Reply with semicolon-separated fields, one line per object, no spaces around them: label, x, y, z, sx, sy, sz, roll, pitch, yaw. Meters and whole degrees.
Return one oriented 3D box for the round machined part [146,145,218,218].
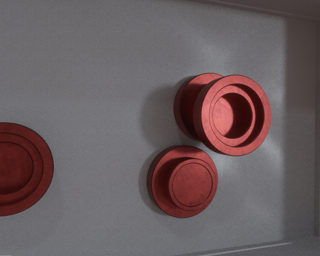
round machined part;0.035;0.072;0.414;0.099;0.042;0.097;0;90;-20

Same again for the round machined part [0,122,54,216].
round machined part;-0.169;0.043;0.339;0.099;0.042;0.097;0;90;-20

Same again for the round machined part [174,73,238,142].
round machined part;0.072;-0.028;0.428;0.099;0.042;0.097;0;90;-20

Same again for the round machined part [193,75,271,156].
round machined part;0.085;-0.015;0.388;0.099;0.042;0.097;0;90;-20
